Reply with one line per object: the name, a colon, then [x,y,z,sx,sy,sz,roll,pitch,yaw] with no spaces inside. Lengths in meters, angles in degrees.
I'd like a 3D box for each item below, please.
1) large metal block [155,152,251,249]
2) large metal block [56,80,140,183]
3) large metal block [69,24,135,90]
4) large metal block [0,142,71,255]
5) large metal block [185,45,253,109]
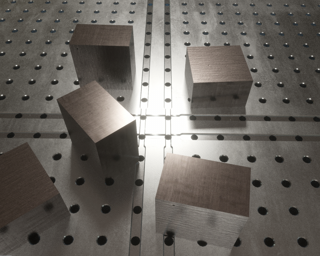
large metal block: [0.040,0.074,0.310,0.080,0.080,0.050,10,51,8]
large metal block: [-0.071,0.005,0.367,0.050,0.080,0.080,-33,58,-24]
large metal block: [-0.080,-0.104,0.458,0.081,0.080,0.050,2,50,1]
large metal block: [-0.155,0.074,0.327,0.081,0.050,0.080,-31,57,-24]
large metal block: [0.082,-0.076,0.457,0.081,0.050,0.080,-2,50,-3]
